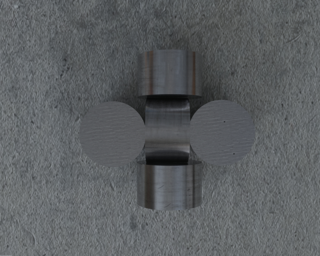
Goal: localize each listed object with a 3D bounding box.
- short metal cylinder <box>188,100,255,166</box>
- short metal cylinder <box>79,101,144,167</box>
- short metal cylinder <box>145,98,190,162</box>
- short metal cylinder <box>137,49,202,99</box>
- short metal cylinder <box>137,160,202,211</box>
[{"bbox_3d":[0.074,0.005,0.399,0.081,0.050,0.080,0,90,0],"label":"short metal cylinder"},{"bbox_3d":[-0.057,0.007,0.398,0.081,0.050,0.080,0,90,-1],"label":"short metal cylinder"},{"bbox_3d":[0.009,0.002,0.384,0.050,0.080,0.080,0,90,0],"label":"short metal cylinder"},{"bbox_3d":[0.012,-0.063,0.384,0.081,0.080,0.050,0,90,0],"label":"short metal cylinder"},{"bbox_3d":[0.012,0.067,0.384,0.081,0.080,0.050,0,90,0],"label":"short metal cylinder"}]
